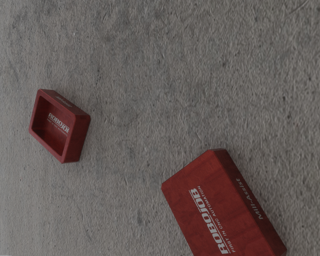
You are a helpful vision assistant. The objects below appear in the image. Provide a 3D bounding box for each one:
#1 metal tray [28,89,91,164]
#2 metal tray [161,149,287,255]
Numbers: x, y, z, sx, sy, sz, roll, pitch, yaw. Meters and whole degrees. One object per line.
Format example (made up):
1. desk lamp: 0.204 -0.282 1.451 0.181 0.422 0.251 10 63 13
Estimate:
1. metal tray: -0.183 -0.006 0.552 0.130 0.030 0.089 31 109 35
2. metal tray: 0.065 0.099 0.348 0.090 0.030 0.130 -42 65 32
